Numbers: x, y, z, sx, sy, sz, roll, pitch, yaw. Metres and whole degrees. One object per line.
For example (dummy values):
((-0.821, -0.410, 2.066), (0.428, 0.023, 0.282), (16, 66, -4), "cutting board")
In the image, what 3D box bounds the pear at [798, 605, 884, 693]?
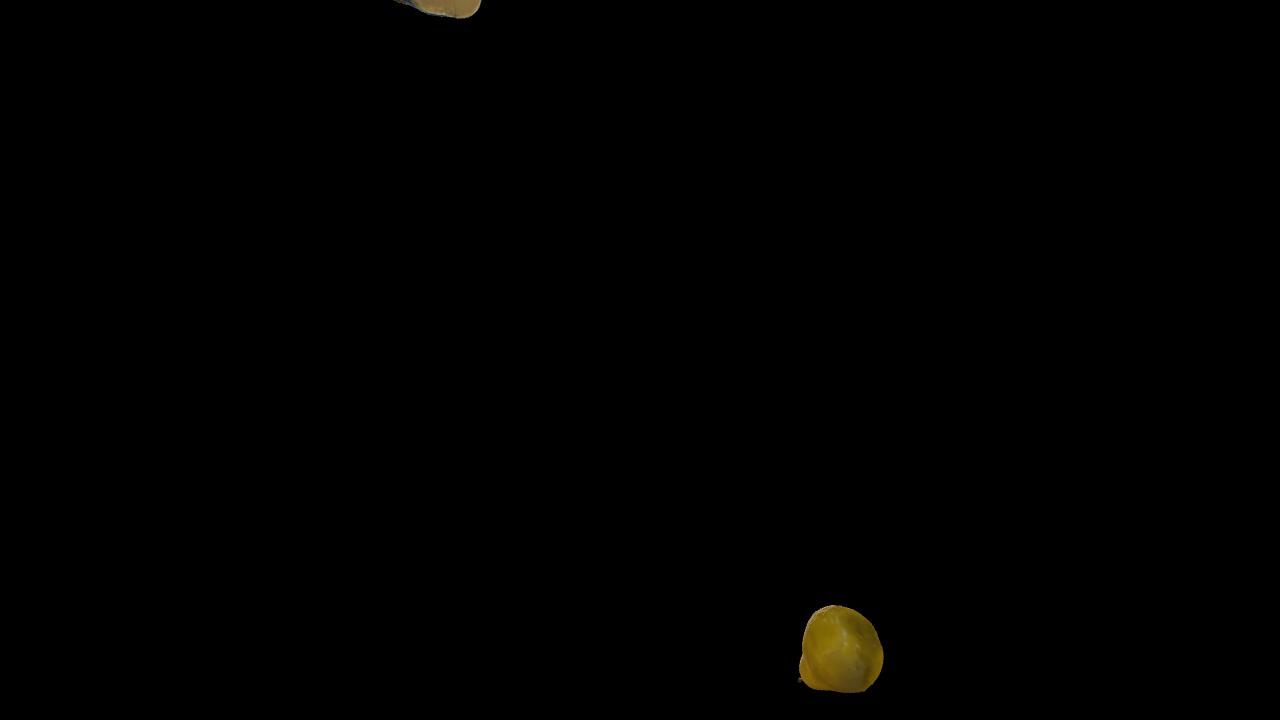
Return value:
((0.185, 0.300, 0.610), (0.080, 0.111, 0.080), (24, 23, -11), "pear")

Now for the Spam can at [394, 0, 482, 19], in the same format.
((-0.145, -0.296, 0.423), (0.058, 0.101, 0.085), (-8, 35, -31), "Spam can")
